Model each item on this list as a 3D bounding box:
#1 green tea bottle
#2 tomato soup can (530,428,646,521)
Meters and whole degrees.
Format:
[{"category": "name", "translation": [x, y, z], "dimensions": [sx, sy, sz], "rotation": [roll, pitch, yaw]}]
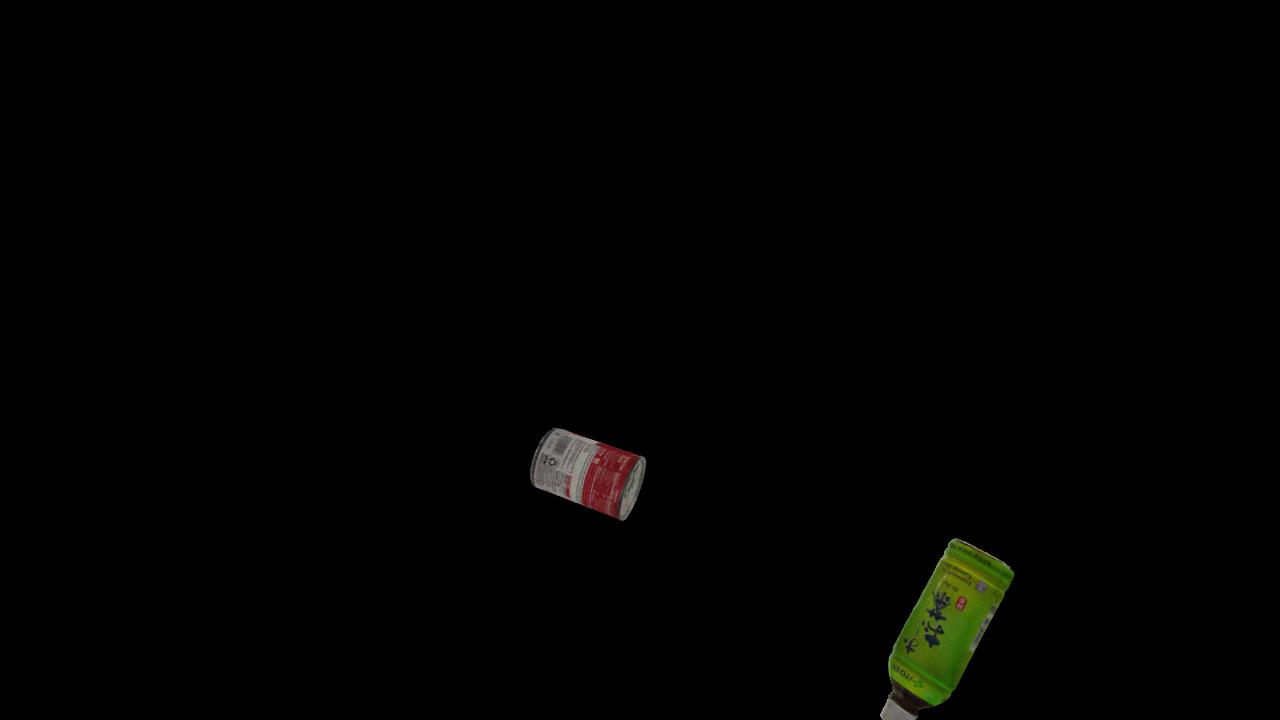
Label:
[{"category": "green tea bottle", "translation": [0.326, 0.303, 0.669], "dimensions": [0.073, 0.212, 0.073], "rotation": [30, -7, 4]}, {"category": "tomato soup can", "translation": [-0.053, 0.116, 0.630], "dimensions": [0.101, 0.068, 0.068], "rotation": [16, 4, 15]}]
